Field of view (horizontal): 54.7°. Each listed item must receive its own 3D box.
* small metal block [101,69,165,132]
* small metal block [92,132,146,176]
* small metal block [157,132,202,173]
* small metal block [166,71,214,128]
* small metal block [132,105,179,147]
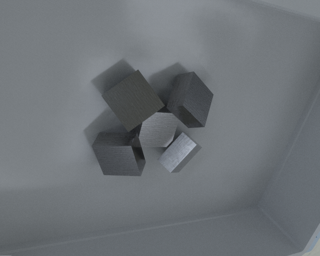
[{"bbox_3d":[-0.030,-0.030,0.355,0.050,0.025,0.050,-36,92,-3],"label":"small metal block"},{"bbox_3d":[-0.050,0.033,0.384,0.050,0.025,0.050,-1,128,16],"label":"small metal block"},{"bbox_3d":[0.029,0.035,0.429,0.050,0.025,0.050,-48,163,5],"label":"small metal block"},{"bbox_3d":[0.039,-0.034,0.390,0.050,0.025,0.050,40,58,-39],"label":"small metal block"},{"bbox_3d":[-0.007,-0.003,0.400,0.050,0.025,0.050,1,118,-29],"label":"small metal block"}]
